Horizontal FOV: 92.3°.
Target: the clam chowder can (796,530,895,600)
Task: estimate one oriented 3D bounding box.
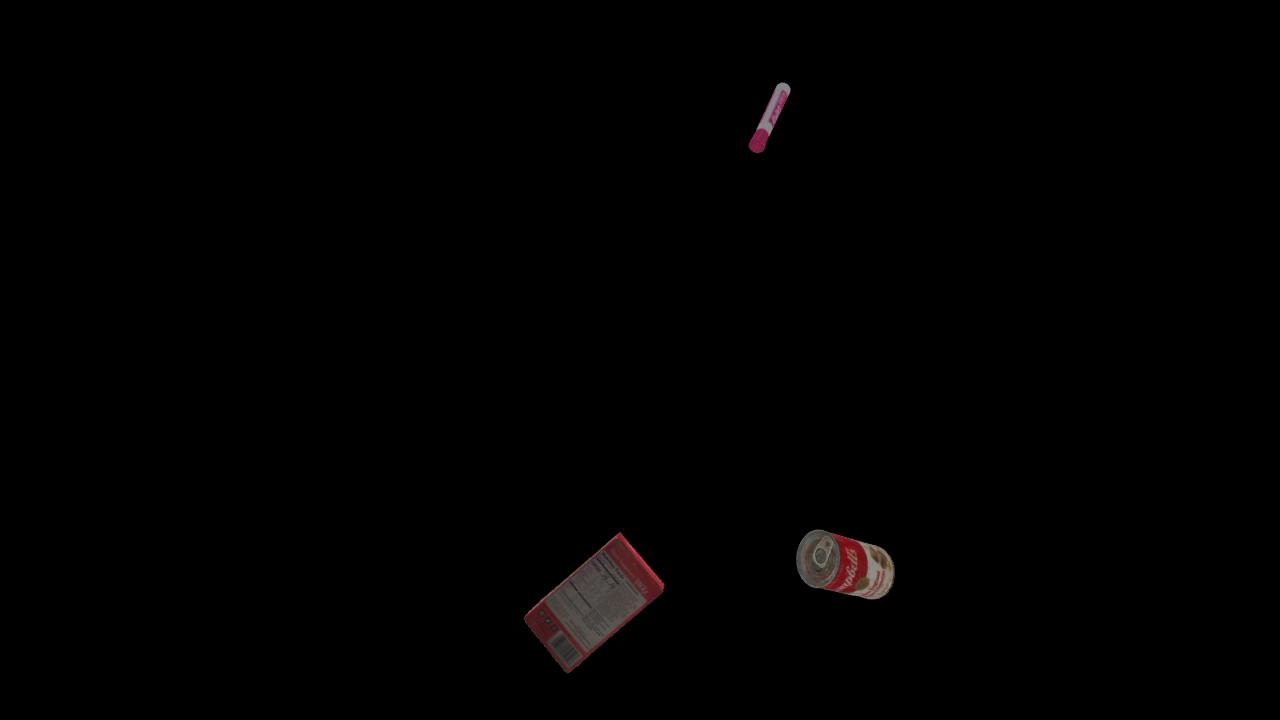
[{"bbox_3d":[0.252,0.251,0.753,0.102,0.068,0.068,21,-10,-27],"label":"clam chowder can"}]

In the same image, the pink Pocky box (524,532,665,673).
[{"bbox_3d":[-0.054,0.288,0.733,0.155,0.084,0.029,-42,-6,5],"label":"pink Pocky box"}]

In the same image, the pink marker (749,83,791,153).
[{"bbox_3d":[0.153,-0.286,0.726,0.020,0.121,0.020,19,-30,12],"label":"pink marker"}]
